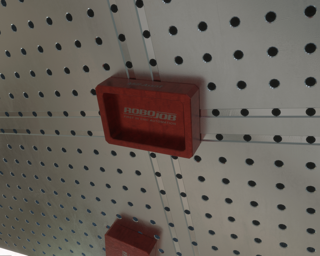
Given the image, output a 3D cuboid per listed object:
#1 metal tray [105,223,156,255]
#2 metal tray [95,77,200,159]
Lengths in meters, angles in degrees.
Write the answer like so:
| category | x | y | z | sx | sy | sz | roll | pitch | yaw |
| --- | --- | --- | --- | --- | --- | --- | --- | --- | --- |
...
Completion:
| category | x | y | z | sx | sy | sz | roll | pitch | yaw |
| --- | --- | --- | --- | --- | --- | --- | --- | --- | --- |
| metal tray | -0.057 | 0.249 | 0.590 | 0.090 | 0.030 | 0.129 | 16 | 125 | 18 |
| metal tray | -0.015 | -0.015 | 0.405 | 0.130 | 0.030 | 0.089 | 9 | 122 | 23 |
